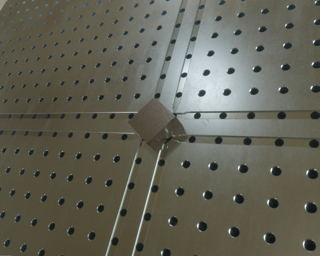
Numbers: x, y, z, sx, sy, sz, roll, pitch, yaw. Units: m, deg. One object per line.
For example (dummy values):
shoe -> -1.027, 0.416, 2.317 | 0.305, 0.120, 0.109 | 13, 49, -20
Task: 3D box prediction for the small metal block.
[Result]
small metal block -> -0.007, -0.006, 0.417 | 0.050, 0.025, 0.050 | -44, 51, -2
